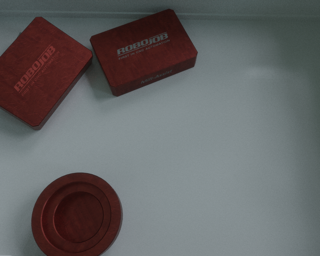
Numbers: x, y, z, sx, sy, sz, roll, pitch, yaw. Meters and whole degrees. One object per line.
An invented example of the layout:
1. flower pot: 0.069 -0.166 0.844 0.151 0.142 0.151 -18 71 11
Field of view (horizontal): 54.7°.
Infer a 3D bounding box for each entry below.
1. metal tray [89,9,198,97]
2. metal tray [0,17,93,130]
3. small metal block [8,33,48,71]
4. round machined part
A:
1. metal tray: -0.023 -0.110 0.447 0.131 0.030 0.090 -23 72 -9
2. metal tray: -0.164 -0.074 0.418 0.090 0.030 0.130 34 72 -8
3. small metal block: -0.184 -0.104 0.445 0.050 0.025 0.050 16 71 5
4. round machined part: -0.092 0.104 0.361 0.099 0.042 0.098 0 70 -1
